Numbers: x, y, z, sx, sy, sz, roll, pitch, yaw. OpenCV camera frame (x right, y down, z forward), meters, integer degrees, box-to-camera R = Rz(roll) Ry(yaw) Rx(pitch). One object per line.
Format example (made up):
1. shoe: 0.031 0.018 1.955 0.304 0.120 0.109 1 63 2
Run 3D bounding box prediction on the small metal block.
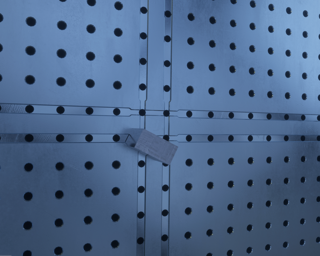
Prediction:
1. small metal block: -0.012 0.023 0.396 0.050 0.050 0.025 28 81 -18
